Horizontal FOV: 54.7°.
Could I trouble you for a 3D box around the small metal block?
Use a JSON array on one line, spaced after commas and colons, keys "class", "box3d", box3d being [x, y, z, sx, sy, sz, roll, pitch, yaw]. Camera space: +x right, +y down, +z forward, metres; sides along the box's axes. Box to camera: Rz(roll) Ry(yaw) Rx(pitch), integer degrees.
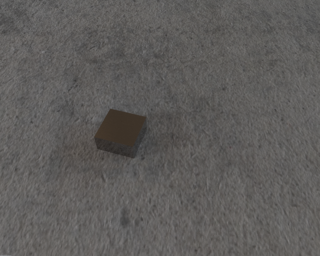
[{"class": "small metal block", "box3d": [-0.049, 0.006, 0.397, 0.050, 0.025, 0.050, 14, 51, 10]}]
